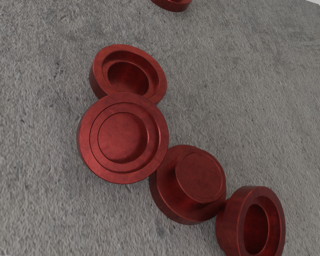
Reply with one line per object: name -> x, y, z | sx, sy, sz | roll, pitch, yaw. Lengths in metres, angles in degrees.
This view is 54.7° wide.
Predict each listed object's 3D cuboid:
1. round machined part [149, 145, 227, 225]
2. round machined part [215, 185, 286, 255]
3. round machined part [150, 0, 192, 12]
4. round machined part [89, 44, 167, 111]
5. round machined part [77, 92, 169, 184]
round machined part -> 0.040, 0.064, 0.375 | 0.099, 0.042, 0.098 | 14, 56, -21
round machined part -> 0.102, 0.116, 0.361 | 0.099, 0.042, 0.097 | 7, 80, -40
round machined part -> 0.019, -0.262, 0.563 | 0.099, 0.042, 0.098 | 14, 56, -21
round machined part -> -0.044, -0.058, 0.404 | 0.099, 0.042, 0.098 | 14, 56, -21
round machined part -> -0.043, 0.011, 0.346 | 0.099, 0.042, 0.097 | 0, 89, -22
